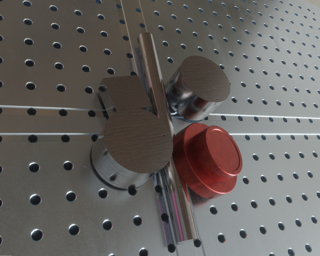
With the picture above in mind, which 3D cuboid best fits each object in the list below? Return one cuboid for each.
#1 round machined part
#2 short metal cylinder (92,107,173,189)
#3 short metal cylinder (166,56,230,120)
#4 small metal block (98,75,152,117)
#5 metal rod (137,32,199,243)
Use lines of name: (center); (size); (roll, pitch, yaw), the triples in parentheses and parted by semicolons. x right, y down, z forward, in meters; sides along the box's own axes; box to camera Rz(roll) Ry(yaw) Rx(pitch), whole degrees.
round machined part: (0.066, 0.036, 0.391); (0.098, 0.042, 0.098); (27, 45, -31)
short metal cylinder: (-0.032, 0.023, 0.355); (0.081, 0.050, 0.080); (14, 56, -21)
short metal cylinder: (0.054, -0.058, 0.451); (0.081, 0.050, 0.080); (14, 56, -21)
small metal block: (-0.046, -0.039, 0.402); (0.050, 0.025, 0.050); (-12, 68, -33)
metal rod: (0.004, -0.006, 0.409); (0.025, 0.025, 0.299); (3, 60, -27)
